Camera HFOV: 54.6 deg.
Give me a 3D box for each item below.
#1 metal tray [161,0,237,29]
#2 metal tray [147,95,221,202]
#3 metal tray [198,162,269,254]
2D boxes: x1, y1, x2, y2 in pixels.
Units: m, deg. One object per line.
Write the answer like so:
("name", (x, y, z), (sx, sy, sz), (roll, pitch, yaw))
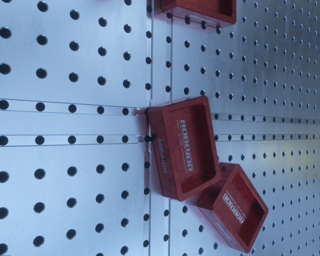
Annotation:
("metal tray", (0.060, -0.205, 0.454), (0.131, 0.030, 0.090), (-1, 91, -40))
("metal tray", (0.037, 0.026, 0.435), (0.091, 0.030, 0.129), (-18, 102, -38))
("metal tray", (0.124, 0.131, 0.508), (0.090, 0.030, 0.130), (-52, 121, -27))
